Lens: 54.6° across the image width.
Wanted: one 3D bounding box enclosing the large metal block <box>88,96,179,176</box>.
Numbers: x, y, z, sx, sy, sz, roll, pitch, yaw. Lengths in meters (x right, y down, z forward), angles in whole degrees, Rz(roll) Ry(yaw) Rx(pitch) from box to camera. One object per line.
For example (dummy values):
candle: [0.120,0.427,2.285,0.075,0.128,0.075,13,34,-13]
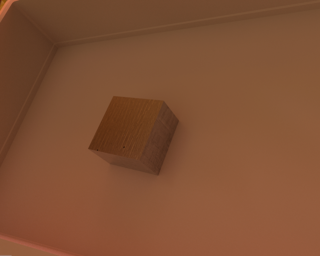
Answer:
large metal block: [-0.033,0.008,0.403,0.080,0.050,0.080,8,66,32]
